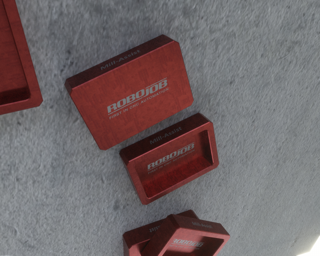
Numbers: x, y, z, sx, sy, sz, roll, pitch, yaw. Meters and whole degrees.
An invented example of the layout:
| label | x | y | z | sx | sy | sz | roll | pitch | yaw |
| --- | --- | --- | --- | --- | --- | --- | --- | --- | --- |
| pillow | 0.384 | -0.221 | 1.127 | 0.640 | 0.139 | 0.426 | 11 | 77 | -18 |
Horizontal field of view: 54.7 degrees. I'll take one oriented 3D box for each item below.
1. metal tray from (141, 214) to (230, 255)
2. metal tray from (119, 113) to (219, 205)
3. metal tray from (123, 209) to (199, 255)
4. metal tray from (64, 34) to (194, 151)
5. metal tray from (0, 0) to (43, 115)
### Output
| label | x | y | z | sx | sy | sz | roll | pitch | yaw |
| --- | --- | --- | --- | --- | --- | --- | --- | --- | --- |
| metal tray | 0.045 | 0.194 | 0.510 | 0.131 | 0.030 | 0.090 | 23 | 106 | -37 |
| metal tray | 0.018 | 0.044 | 0.442 | 0.131 | 0.030 | 0.090 | -26 | 128 | -13 |
| metal tray | 0.004 | 0.200 | 0.532 | 0.131 | 0.030 | 0.089 | -13 | 124 | -22 |
| metal tray | -0.031 | -0.041 | 0.363 | 0.131 | 0.030 | 0.090 | -28 | 128 | -11 |
| metal tray | -0.165 | -0.072 | 0.269 | 0.091 | 0.030 | 0.129 | -16 | 125 | -20 |
